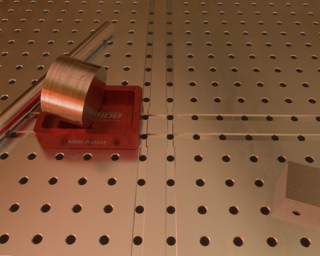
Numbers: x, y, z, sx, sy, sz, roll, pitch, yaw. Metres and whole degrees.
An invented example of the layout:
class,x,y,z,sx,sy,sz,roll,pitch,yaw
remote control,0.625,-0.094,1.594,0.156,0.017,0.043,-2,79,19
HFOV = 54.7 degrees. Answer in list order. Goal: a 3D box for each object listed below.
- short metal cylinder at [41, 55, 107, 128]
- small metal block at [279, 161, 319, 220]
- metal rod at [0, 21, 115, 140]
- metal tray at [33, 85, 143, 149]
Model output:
class,x,y,z,sx,sy,sz,roll,pitch,yaw
short metal cylinder,-0.105,-0.045,0.387,0.050,0.080,0.080,17,52,2
small metal block,0.165,0.070,0.350,0.050,0.025,0.050,14,51,11
metal rod,-0.159,-0.078,0.472,0.025,0.025,0.301,21,53,17
metal tray,-0.091,-0.017,0.417,0.131,0.030,0.090,1,50,0
